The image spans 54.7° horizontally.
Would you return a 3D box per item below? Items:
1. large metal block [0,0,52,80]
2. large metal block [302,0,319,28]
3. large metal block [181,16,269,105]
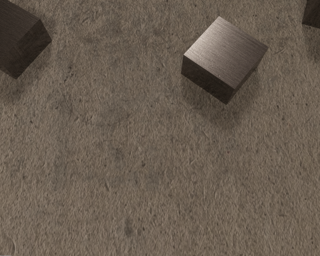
[{"bbox_3d":[-0.219,-0.129,0.439,0.080,0.050,0.080,31,73,10],"label":"large metal block"},{"bbox_3d":[0.259,-0.204,0.457,0.050,0.080,0.080,18,71,6],"label":"large metal block"},{"bbox_3d":[0.087,-0.093,0.430,0.080,0.050,0.080,37,74,12],"label":"large metal block"}]
